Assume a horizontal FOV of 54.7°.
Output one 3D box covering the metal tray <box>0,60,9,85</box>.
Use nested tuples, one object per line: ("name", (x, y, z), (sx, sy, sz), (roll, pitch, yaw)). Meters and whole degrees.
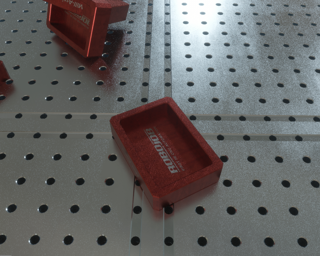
("metal tray", (-0.304, -0.062, 0.453), (0.090, 0.030, 0.130), (22, 53, 17))

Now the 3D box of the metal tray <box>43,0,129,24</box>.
("metal tray", (-0.132, -0.223, 0.545), (0.130, 0.030, 0.090), (24, 29, 8))

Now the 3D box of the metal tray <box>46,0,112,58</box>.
("metal tray", (-0.139, -0.186, 0.516), (0.130, 0.089, 0.030), (40, 37, 28))

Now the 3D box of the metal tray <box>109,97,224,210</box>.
("metal tray", (0.004, 0.024, 0.383), (0.091, 0.030, 0.130), (-22, 54, -18))

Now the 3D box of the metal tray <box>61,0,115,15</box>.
("metal tray", (-0.135, -0.290, 0.646), (0.090, 0.030, 0.130), (17, 52, 14))
